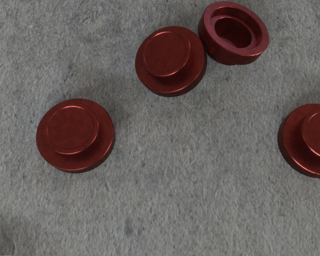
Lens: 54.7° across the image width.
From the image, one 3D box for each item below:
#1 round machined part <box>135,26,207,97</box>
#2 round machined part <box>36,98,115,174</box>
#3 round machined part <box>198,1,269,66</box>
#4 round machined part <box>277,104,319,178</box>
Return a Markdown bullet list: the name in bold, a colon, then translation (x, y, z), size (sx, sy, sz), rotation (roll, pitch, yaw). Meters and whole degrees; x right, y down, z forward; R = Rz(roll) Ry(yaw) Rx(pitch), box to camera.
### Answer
- **round machined part**: translation (0.012, -0.094, 0.419), size (0.098, 0.042, 0.098), rotation (-4, 76, 16)
- **round machined part**: translation (-0.109, 0.006, 0.396), size (0.099, 0.042, 0.098), rotation (0, 70, -1)
- **round machined part**: translation (0.099, -0.128, 0.438), size (0.099, 0.042, 0.098), rotation (7, 62, -14)
- **round machined part**: translation (0.207, 0.013, 0.397), size (0.099, 0.042, 0.098), rotation (0, 70, -1)
